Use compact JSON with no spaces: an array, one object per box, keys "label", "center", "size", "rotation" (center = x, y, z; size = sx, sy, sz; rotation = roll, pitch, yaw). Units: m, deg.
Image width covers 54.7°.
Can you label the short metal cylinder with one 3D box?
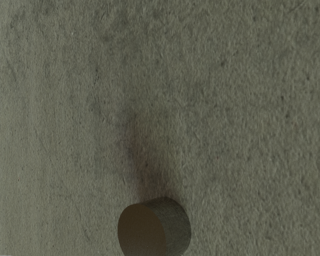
[{"label":"short metal cylinder","center":[-0.008,0.132,0.393],"size":[0.080,0.050,0.079],"rotation":[0,90,39]}]
